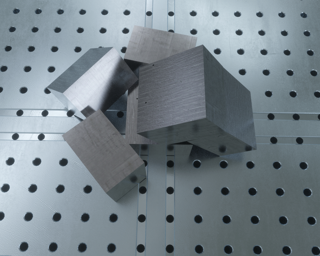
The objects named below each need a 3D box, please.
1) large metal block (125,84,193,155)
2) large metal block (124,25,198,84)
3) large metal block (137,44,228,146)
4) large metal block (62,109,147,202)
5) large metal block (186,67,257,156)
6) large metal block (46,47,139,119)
[{"bbox_3d":[-0.001,-0.010,0.402,0.080,0.050,0.080,1,70,0],"label":"large metal block"},{"bbox_3d":[0.002,-0.084,0.414,0.080,0.080,0.050,12,71,5],"label":"large metal block"},{"bbox_3d":[0.023,-0.032,0.337,0.080,0.050,0.080,-13,65,32],"label":"large metal block"},{"bbox_3d":[-0.062,0.036,0.368,0.050,0.080,0.080,-38,75,-13],"label":"large metal block"},{"bbox_3d":[0.075,-0.016,0.380,0.050,0.080,0.080,-15,65,35],"label":"large metal block"},{"bbox_3d":[-0.088,-0.057,0.396,0.080,0.080,0.050,-47,121,-15],"label":"large metal block"}]
